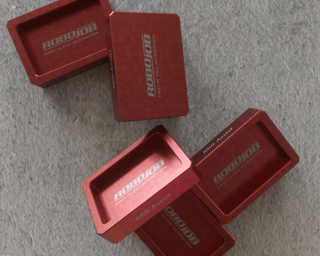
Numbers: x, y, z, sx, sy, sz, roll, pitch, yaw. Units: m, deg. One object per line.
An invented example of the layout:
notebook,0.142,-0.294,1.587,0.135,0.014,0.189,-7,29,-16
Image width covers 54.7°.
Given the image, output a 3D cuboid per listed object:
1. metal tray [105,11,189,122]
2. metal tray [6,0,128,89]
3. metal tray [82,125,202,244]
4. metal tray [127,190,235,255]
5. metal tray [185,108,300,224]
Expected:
metal tray,-0.016,-0.076,0.389,0.091,0.030,0.129,-7,92,-22
metal tray,-0.118,-0.118,0.405,0.131,0.030,0.090,-23,90,-1
metal tray,-0.026,0.064,0.378,0.130,0.090,0.030,-37,131,-1
metal tray,0.022,0.126,0.407,0.090,0.030,0.130,-41,91,0
metal tray,0.101,0.048,0.398,0.130,0.030,0.090,-41,104,0
